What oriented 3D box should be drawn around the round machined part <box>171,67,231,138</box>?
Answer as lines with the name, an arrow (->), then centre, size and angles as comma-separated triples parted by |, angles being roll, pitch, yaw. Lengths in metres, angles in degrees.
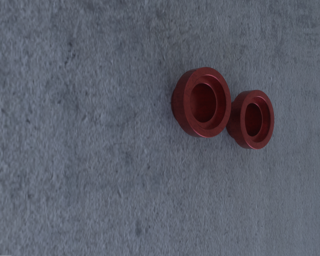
round machined part -> 0.054, -0.035, 0.442 | 0.099, 0.042, 0.097 | 0, 90, -40

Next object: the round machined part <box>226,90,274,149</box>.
round machined part -> 0.147, -0.014, 0.520 | 0.099, 0.042, 0.097 | 0, 90, -40
